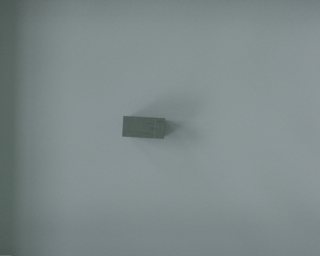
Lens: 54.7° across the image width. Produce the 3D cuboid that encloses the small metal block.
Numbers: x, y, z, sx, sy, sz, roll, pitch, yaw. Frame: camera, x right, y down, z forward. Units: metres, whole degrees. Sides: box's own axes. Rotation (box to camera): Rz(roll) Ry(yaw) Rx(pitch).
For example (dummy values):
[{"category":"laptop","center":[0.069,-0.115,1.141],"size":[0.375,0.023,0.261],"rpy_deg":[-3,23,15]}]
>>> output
[{"category":"small metal block","center":[-0.020,-0.001,0.395],"size":[0.050,0.050,0.025],"rpy_deg":[3,90,-1]}]
